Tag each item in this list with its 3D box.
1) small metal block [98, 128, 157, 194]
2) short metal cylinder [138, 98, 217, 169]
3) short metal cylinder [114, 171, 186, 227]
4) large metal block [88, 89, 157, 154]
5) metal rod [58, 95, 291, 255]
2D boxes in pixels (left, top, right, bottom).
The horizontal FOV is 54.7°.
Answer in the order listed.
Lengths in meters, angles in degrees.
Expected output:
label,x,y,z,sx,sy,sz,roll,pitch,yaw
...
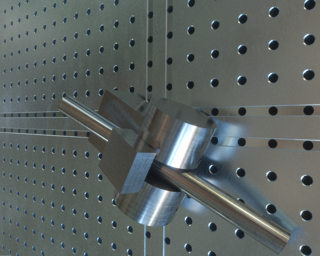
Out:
label,x,y,z,sx,sy,sz,roll,pitch,yaw
small metal block,-0.036,0.034,0.332,0.050,0.025,0.050,40,115,42
short metal cylinder,0.018,0.004,0.355,0.080,0.081,0.050,35,111,34
short metal cylinder,-0.010,0.072,0.376,0.080,0.081,0.050,37,113,34
large metal block,-0.044,0.002,0.422,0.080,0.050,0.079,36,112,34
metal rod,0.000,0.041,0.353,0.300,0.025,0.025,31,110,19
